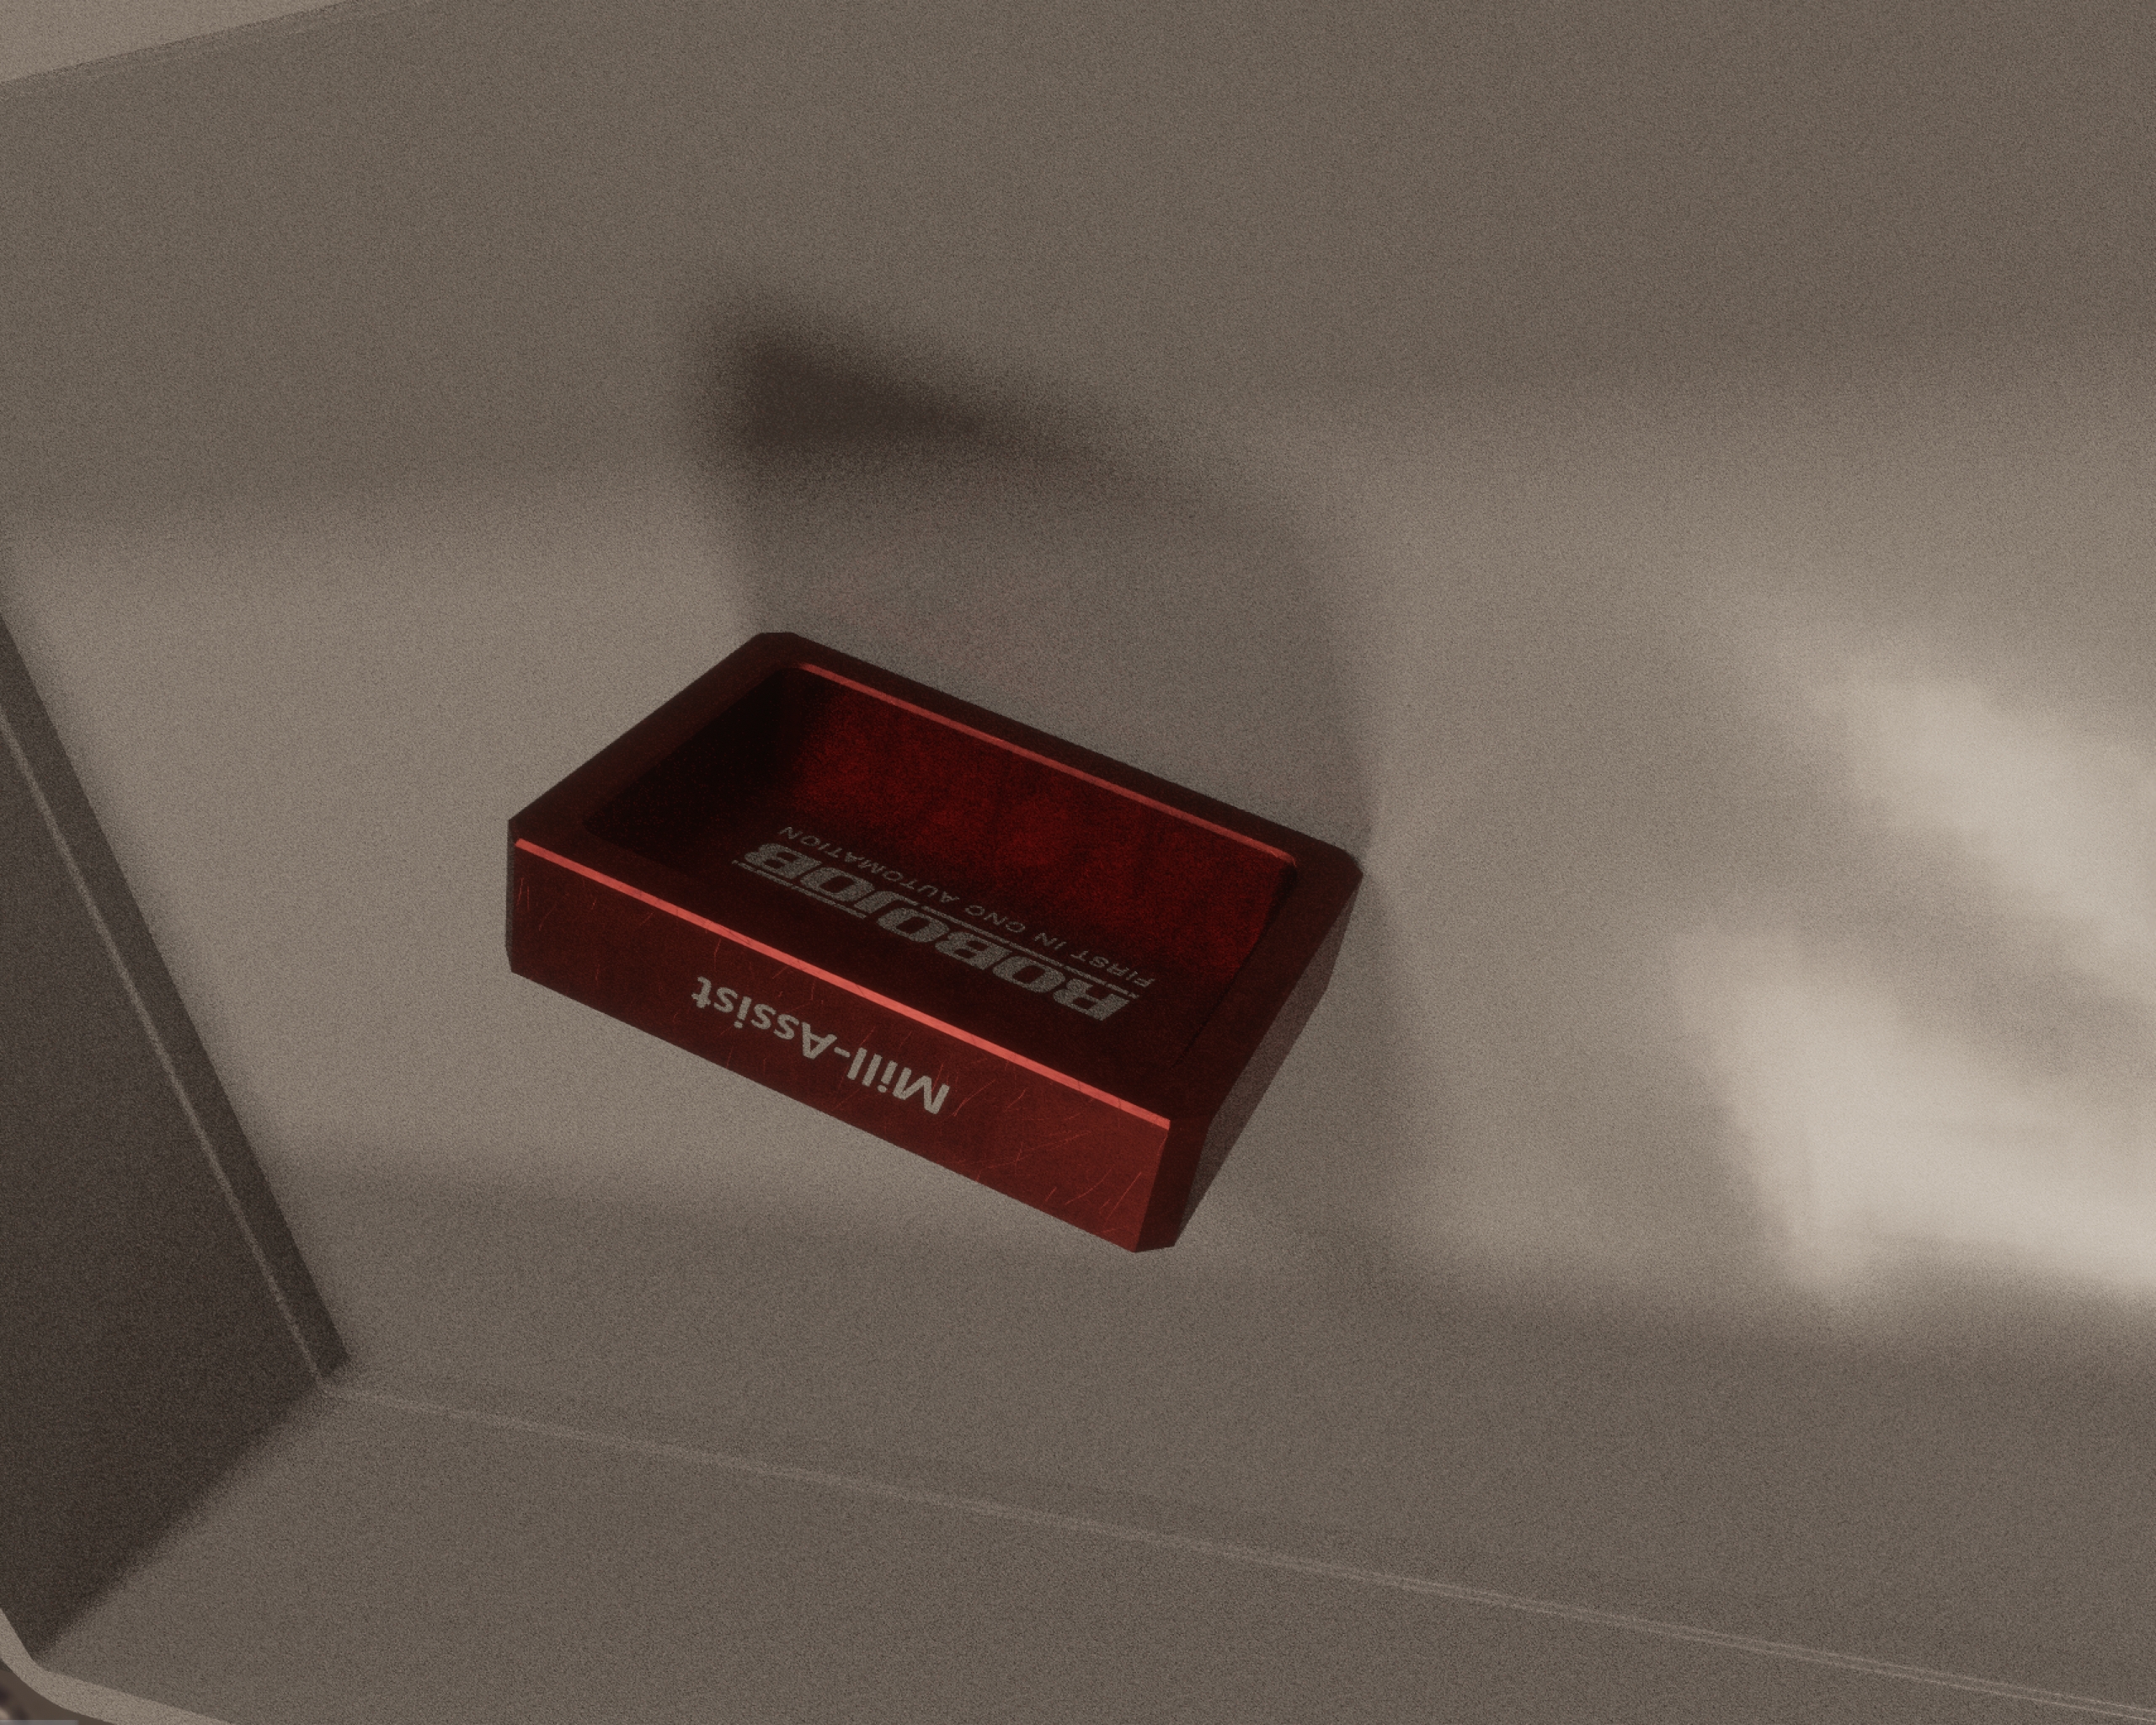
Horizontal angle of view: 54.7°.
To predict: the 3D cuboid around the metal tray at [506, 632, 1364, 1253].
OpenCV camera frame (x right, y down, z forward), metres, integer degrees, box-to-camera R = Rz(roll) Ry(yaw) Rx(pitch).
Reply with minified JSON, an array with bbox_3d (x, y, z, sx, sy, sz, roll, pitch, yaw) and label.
[{"bbox_3d":[-0.024,0.009,0.379,0.130,0.090,0.030,22,127,13],"label":"metal tray"}]
